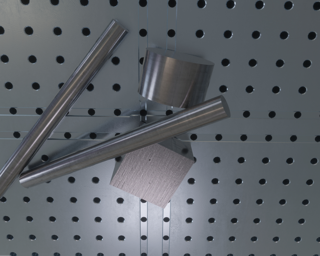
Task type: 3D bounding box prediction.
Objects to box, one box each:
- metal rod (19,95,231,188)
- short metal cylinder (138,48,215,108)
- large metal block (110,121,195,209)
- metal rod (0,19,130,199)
[{"bbox_3d":[-0.061,0.026,0.378,0.300,0.025,0.025,-21,110,24],"label":"metal rod"},{"bbox_3d":[0.018,-0.060,0.362,0.081,0.080,0.050,11,110,-5],"label":"short metal cylinder"},{"bbox_3d":[-0.011,0.049,0.418,0.080,0.050,0.080,27,108,-10],"label":"large metal block"},{"bbox_3d":[-0.142,-0.014,0.406,0.025,0.025,0.299,38,105,-13],"label":"metal rod"}]
